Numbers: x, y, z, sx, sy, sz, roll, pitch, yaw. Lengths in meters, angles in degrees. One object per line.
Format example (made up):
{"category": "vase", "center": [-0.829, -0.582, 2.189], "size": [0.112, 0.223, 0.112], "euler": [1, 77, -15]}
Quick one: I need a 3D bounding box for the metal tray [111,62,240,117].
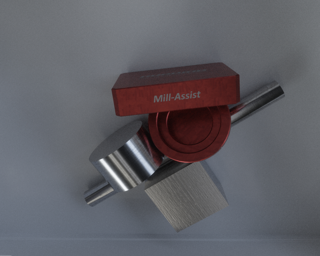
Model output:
{"category": "metal tray", "center": [0.017, -0.047, 0.357], "size": [0.131, 0.090, 0.030], "euler": [-6, 110, 1]}

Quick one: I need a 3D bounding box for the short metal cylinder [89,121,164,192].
{"category": "short metal cylinder", "center": [-0.042, 0.035, 0.393], "size": [0.080, 0.080, 0.050], "euler": [-32, 107, 10]}

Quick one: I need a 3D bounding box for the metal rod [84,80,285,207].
{"category": "metal rod", "center": [0.025, 0.026, 0.420], "size": [0.300, 0.025, 0.025], "euler": [-31, 108, 10]}

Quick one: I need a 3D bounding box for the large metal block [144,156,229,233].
{"category": "large metal block", "center": [0.035, 0.082, 0.426], "size": [0.080, 0.050, 0.080], "euler": [-31, 108, 10]}

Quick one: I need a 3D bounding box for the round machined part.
{"category": "round machined part", "center": [0.038, -0.006, 0.384], "size": [0.098, 0.042, 0.097], "euler": [-1, 85, 14]}
